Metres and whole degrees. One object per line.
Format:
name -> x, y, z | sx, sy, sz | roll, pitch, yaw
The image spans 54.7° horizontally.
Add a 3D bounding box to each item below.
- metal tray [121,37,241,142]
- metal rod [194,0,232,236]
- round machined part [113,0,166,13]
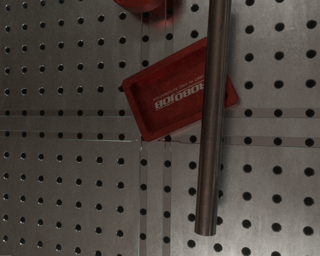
metal tray -> 0.025, -0.046, 0.400 | 0.130, 0.030, 0.090 | -24, 82, 18
metal rod -> 0.062, -0.027, 0.357 | 0.025, 0.025, 0.298 | 4, 92, 19
round machined part -> -0.022, -0.202, 0.411 | 0.098, 0.042, 0.097 | 0, 90, 19
